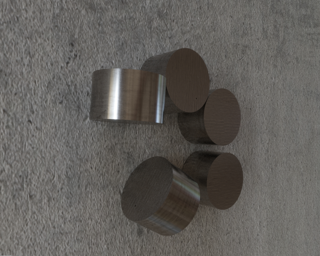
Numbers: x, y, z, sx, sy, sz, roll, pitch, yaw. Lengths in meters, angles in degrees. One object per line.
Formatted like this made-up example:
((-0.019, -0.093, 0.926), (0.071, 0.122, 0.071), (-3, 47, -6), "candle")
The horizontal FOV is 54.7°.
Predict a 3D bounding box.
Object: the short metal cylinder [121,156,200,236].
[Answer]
((0.000, 0.081, 0.369), (0.050, 0.080, 0.080), (39, 66, -34), "short metal cylinder")

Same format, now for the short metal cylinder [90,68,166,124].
((-0.035, -0.031, 0.340), (0.081, 0.080, 0.050), (5, 87, -40), "short metal cylinder")

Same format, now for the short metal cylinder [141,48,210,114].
((0.019, -0.059, 0.402), (0.081, 0.050, 0.080), (1, 89, -42), "short metal cylinder")

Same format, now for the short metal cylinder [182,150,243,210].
((0.076, 0.074, 0.453), (0.081, 0.050, 0.080), (0, 90, -40), "short metal cylinder")

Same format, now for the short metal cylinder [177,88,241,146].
((0.072, -0.015, 0.448), (0.081, 0.050, 0.080), (0, 90, -40), "short metal cylinder")
